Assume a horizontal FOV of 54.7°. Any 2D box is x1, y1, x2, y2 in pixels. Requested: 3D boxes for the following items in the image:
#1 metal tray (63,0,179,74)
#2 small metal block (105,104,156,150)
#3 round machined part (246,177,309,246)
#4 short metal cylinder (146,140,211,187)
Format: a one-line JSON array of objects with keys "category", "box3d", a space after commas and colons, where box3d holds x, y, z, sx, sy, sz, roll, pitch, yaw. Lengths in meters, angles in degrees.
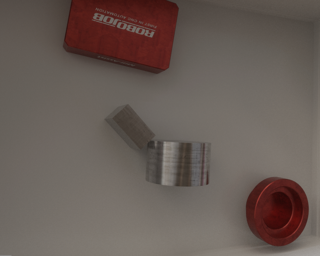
[{"category": "metal tray", "box3d": [-0.047, -0.128, 0.391, 0.131, 0.030, 0.089, 10, 87, -20]}, {"category": "small metal block", "box3d": [-0.038, -0.001, 0.384, 0.025, 0.050, 0.050, -44, 104, -15]}, {"category": "round machined part", "box3d": [0.171, 0.122, 0.467, 0.099, 0.042, 0.097, 0, 90, -21]}, {"category": "short metal cylinder", "box3d": [0.023, 0.042, 0.391, 0.081, 0.080, 0.050, 3, 89, -20]}]
